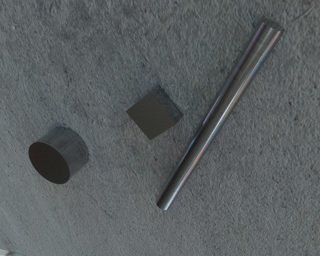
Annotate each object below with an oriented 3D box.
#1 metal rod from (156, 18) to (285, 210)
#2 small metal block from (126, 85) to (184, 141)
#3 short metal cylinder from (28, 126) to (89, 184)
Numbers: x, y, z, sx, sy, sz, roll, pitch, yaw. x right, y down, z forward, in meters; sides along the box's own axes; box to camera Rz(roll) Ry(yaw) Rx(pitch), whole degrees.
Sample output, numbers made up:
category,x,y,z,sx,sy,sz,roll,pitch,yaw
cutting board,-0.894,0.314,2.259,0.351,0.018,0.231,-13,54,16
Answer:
category,x,y,z,sx,sy,sz,roll,pitch,yaw
metal rod,0.056,0.009,0.382,0.025,0.025,0.298,31,129,8
small metal block,-0.007,-0.019,0.399,0.050,0.025,0.050,-34,100,38
short metal cylinder,-0.164,0.044,0.504,0.080,0.050,0.079,13,124,21
